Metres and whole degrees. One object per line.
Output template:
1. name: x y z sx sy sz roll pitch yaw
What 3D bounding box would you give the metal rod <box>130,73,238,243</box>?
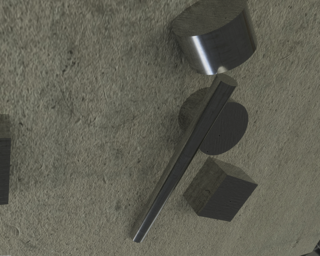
1. metal rod: 0.018 0.060 0.413 0.025 0.025 0.298 3 130 -30

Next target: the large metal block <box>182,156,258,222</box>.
1. large metal block: 0.098 0.102 0.508 0.080 0.050 0.080 22 107 -36

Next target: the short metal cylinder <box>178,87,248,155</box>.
1. short metal cylinder: 0.072 -0.010 0.425 0.081 0.050 0.079 -14 124 -21

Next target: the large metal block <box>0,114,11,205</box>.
1. large metal block: -0.194 0.032 0.305 0.081 0.050 0.079 0 118 -29

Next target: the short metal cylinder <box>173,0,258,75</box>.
1. short metal cylinder: 0.061 -0.104 0.340 0.080 0.080 0.050 -36 129 -5
